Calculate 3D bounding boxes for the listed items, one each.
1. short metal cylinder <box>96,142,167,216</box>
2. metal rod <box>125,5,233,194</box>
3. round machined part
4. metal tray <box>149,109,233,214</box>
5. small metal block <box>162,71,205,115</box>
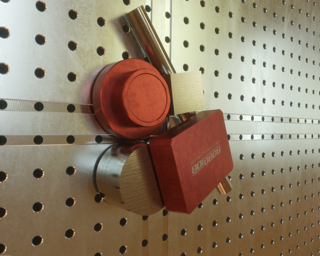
[{"bbox_3d":[-0.027,0.058,0.365,0.081,0.050,0.079,0,90,-40],"label":"short metal cylinder"},{"bbox_3d":[0.036,-0.024,0.435,0.025,0.025,0.299,-44,117,-31],"label":"metal rod"},{"bbox_3d":[-0.026,-0.035,0.370,0.099,0.042,0.097,0,90,-39],"label":"round machined part"},{"bbox_3d":[0.046,0.036,0.390,0.131,0.030,0.089,-28,109,-50],"label":"metal tray"},{"bbox_3d":[0.028,-0.046,0.398,0.050,0.025,0.050,-12,101,-34],"label":"small metal block"}]
